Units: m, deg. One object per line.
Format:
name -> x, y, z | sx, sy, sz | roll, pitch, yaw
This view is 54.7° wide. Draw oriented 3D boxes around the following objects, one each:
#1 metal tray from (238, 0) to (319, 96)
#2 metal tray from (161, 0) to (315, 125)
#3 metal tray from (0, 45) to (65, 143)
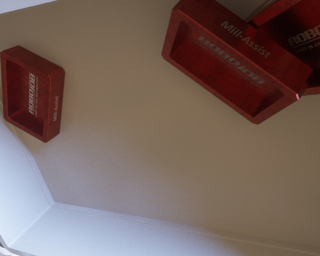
metal tray -> 0.123, -0.070, 0.239 | 0.090, 0.130, 0.030 | 44, 85, -8
metal tray -> 0.066, -0.063, 0.301 | 0.130, 0.030, 0.090 | 37, 164, 3
metal tray -> -0.198, -0.049, 0.479 | 0.090, 0.030, 0.129 | 27, 128, 11
